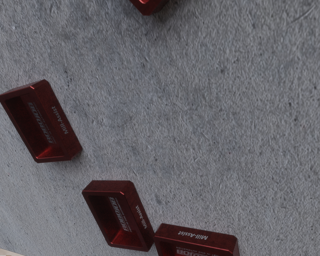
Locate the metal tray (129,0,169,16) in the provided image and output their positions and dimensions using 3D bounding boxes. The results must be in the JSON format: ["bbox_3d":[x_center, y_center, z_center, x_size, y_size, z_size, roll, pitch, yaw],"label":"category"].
[{"bbox_3d":[-0.026,-0.189,0.300,0.130,0.030,0.090,47,129,-5],"label":"metal tray"}]

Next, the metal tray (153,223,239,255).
[{"bbox_3d":[0.060,0.206,0.498,0.130,0.030,0.089,1,119,28],"label":"metal tray"}]

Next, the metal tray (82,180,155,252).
[{"bbox_3d":[-0.069,0.151,0.533,0.090,0.030,0.129,-6,116,30],"label":"metal tray"}]

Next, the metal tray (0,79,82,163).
[{"bbox_3d":[-0.192,-0.007,0.500,0.090,0.030,0.129,-8,115,31],"label":"metal tray"}]
